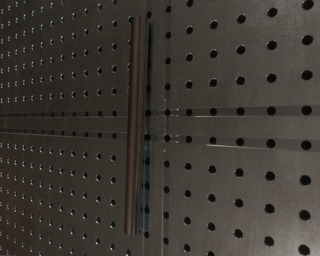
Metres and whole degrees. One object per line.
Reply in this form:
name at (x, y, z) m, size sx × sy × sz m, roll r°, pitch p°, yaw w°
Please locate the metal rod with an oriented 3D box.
metal rod at (-0.033, -0.002, 0.434) m, size 0.025 × 0.025 × 0.298 m, roll 4°, pitch 92°, yaw 39°
